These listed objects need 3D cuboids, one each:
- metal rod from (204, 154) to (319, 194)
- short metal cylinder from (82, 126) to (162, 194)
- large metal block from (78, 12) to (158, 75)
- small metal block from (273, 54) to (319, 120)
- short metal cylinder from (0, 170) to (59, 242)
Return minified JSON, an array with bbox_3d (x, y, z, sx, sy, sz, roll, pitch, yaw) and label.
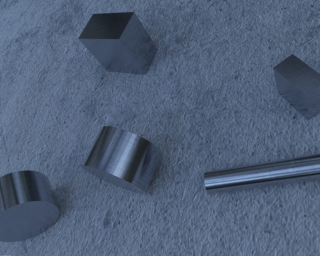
[{"bbox_3d":[0.189,0.030,0.286,0.301,0.025,0.025,-13,57,20],"label":"metal rod"},{"bbox_3d":[-0.044,0.039,0.367,0.080,0.080,0.050,10,67,32],"label":"short metal cylinder"},{"bbox_3d":[-0.062,-0.129,0.479,0.080,0.080,0.050,11,67,32],"label":"large metal block"},{"bbox_3d":[0.152,-0.044,0.335,0.025,0.050,0.050,-36,51,4],"label":"small metal block"},{"bbox_3d":[-0.177,0.101,0.398,0.080,0.080,0.050,-37,51,3],"label":"short metal cylinder"}]
